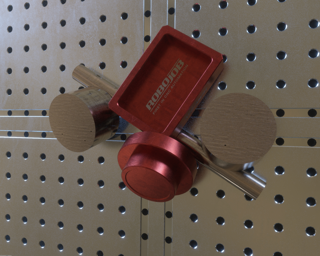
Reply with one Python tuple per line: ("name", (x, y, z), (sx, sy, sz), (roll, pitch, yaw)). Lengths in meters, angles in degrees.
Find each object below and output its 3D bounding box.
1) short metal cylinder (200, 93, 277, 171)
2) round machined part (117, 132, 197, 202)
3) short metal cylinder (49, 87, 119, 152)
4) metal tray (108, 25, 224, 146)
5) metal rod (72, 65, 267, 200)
("short metal cylinder", (0.087, 0.006, 0.356), (0.080, 0.050, 0.080), (-2, 73, 8))
("round machined part", (-0.008, 0.054, 0.377), (0.098, 0.042, 0.097), (14, 138, 14))
("short metal cylinder", (-0.103, -0.013, 0.423), (0.080, 0.050, 0.079), (10, 111, 27))
("metal tray", (0.008, -0.054, 0.391), (0.090, 0.030, 0.130), (34, 87, 17))
("metal rod", (0.000, -0.003, 0.413), (0.300, 0.025, 0.025), (33, 101, 17))
